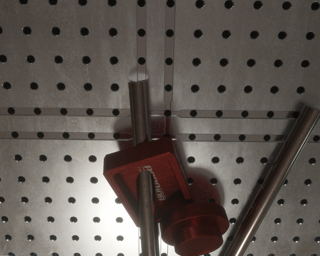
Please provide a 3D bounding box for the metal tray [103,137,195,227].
[{"bbox_3d":[-0.010,0.078,0.417,0.090,0.030,0.129,-17,129,6],"label":"metal tray"}]

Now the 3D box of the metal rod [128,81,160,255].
[{"bbox_3d":[-0.019,0.088,0.419,0.025,0.025,0.298,-3,100,1],"label":"metal rod"}]

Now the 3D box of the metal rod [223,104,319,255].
[{"bbox_3d":[0.152,0.106,0.454,0.025,0.025,0.298,18,109,-7],"label":"metal rod"}]

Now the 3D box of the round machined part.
[{"bbox_3d":[0.051,0.149,0.439,0.099,0.042,0.097,-6,137,-6],"label":"round machined part"}]
